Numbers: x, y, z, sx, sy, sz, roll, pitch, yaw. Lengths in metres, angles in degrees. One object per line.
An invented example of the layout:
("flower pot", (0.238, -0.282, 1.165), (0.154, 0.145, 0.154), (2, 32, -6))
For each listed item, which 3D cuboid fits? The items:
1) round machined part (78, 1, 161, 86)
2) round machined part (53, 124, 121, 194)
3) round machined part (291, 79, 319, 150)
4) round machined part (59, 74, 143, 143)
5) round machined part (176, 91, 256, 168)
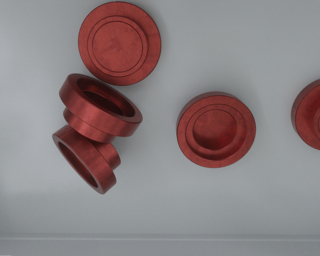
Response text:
("round machined part", (-0.048, -0.097, 0.366), (0.099, 0.042, 0.097), (0, 110, -1))
("round machined part", (-0.088, 0.034, 0.394), (0.042, 0.098, 0.098), (-41, 109, -24))
("round machined part", (0.224, -0.014, 0.394), (0.099, 0.042, 0.097), (2, 109, 6))
("round machined part", (-0.073, -0.019, 0.365), (0.098, 0.098, 0.042), (31, 107, -11))
("round machined part", (0.070, -0.001, 0.403), (0.099, 0.042, 0.097), (0, 110, -1))
